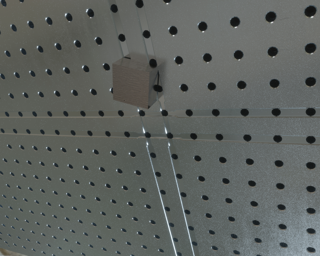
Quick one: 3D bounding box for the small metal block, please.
[{"bbox_3d":[-0.031,-0.057,0.391,0.050,0.025,0.050,16,125,18],"label":"small metal block"}]
